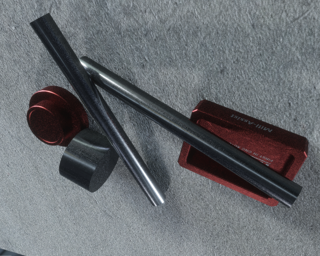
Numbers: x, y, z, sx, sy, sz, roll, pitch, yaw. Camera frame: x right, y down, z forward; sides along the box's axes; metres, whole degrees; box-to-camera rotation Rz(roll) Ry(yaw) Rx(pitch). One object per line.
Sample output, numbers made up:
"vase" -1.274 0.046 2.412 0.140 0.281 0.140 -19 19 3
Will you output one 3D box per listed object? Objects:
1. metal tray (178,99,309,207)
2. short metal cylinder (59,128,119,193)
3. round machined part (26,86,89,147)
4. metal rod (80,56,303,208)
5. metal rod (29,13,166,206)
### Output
"metal tray" 0.094 0.030 0.372 0.130 0.030 0.089 23 127 14
"short metal cylinder" -0.100 0.047 0.453 0.050 0.080 0.079 27 128 11
"round machined part" -0.162 -0.012 0.474 0.098 0.042 0.097 13 124 21
"metal rod" 0.015 -0.008 0.358 0.300 0.025 0.025 33 129 20
"metal rod" -0.069 -0.006 0.412 0.025 0.025 0.299 -12 121 33
